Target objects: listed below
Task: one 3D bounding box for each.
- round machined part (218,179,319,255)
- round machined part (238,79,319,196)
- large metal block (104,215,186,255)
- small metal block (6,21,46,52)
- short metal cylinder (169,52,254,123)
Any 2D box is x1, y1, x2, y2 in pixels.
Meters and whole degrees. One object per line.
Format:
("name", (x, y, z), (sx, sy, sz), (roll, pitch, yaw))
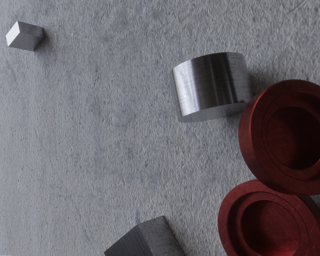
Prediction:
("round machined part", (0.110, 0.097, 0.302), (0.098, 0.042, 0.097), (0, 90, 39))
("round machined part", (0.115, 0.010, 0.275), (0.042, 0.099, 0.098), (136, 124, -73))
("large metal block", (-0.016, 0.173, 0.400), (0.080, 0.050, 0.080), (-46, 63, 30))
("small metal block", (-0.260, -0.176, 0.599), (0.050, 0.050, 0.025), (-28, 73, 36))
("short metal cylinder", (0.054, -0.039, 0.324), (0.080, 0.081, 0.050), (-17, 79, 38))
